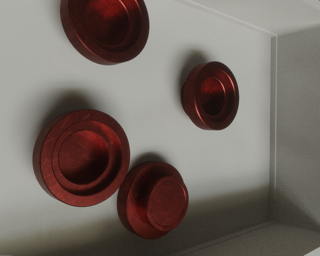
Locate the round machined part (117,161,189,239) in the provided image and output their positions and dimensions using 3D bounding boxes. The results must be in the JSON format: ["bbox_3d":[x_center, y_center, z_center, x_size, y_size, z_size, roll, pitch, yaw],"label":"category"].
[{"bbox_3d":[-0.002,0.092,0.394,0.099,0.042,0.097,0,90,-40],"label":"round machined part"}]

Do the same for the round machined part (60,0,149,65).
[{"bbox_3d":[-0.063,-0.118,0.342,0.099,0.042,0.097,0,90,-40],"label":"round machined part"}]

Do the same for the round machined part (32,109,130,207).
[{"bbox_3d":[-0.084,0.030,0.325,0.099,0.042,0.097,0,90,-40],"label":"round machined part"}]

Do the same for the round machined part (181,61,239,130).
[{"bbox_3d":[0.069,-0.045,0.453,0.099,0.042,0.097,0,90,-40],"label":"round machined part"}]
